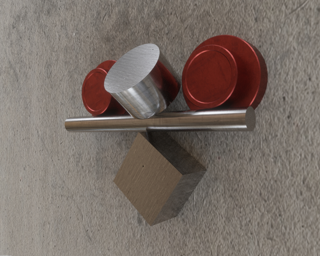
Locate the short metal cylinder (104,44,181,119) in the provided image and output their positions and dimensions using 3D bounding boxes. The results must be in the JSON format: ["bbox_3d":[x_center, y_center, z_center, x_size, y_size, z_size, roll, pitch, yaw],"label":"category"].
[{"bbox_3d":[-0.021,-0.058,0.384,0.080,0.050,0.080,-23,42,23],"label":"short metal cylinder"}]

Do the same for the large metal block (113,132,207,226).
[{"bbox_3d":[-0.002,0.060,0.389,0.080,0.050,0.080,43,116,31],"label":"large metal block"}]

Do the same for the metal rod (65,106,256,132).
[{"bbox_3d":[-0.026,-0.007,0.400,0.300,0.025,0.025,-1,90,40],"label":"metal rod"}]

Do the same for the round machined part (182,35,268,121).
[{"bbox_3d":[0.063,-0.054,0.343,0.098,0.042,0.097,0,90,40],"label":"round machined part"}]

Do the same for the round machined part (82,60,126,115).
[{"bbox_3d":[-0.079,-0.052,0.459,0.098,0.042,0.097,0,90,40],"label":"round machined part"}]
